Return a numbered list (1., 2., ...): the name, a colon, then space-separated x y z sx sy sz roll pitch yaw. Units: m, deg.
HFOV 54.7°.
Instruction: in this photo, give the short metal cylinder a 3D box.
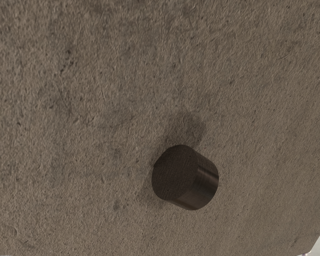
1. short metal cylinder: 0.035 0.070 0.435 0.050 0.080 0.080 34 99 -39
